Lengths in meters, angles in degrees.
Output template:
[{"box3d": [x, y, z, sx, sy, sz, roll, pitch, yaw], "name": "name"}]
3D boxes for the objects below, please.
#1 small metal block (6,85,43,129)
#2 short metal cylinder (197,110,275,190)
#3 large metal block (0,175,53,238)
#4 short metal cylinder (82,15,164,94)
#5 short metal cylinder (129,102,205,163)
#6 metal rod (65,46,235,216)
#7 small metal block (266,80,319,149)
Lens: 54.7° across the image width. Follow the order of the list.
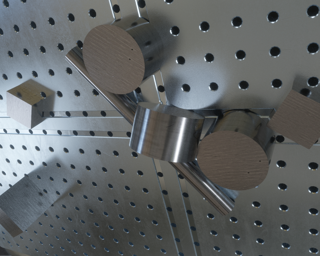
[{"box3d": [-0.222, -0.034, 0.508, 0.050, 0.025, 0.050, 28, 128, 10], "name": "small metal block"}, {"box3d": [0.089, 0.026, 0.364, 0.080, 0.050, 0.079, 13, 124, 21], "name": "short metal cylinder"}, {"box3d": [-0.281, 0.156, 0.620, 0.050, 0.080, 0.080, -33, 100, 38], "name": "large metal block"}, {"box3d": [-0.042, -0.086, 0.364, 0.080, 0.050, 0.079, 13, 124, 21], "name": "short metal cylinder"}, {"box3d": [0.008, 0.003, 0.365, 0.080, 0.080, 0.050, 16, 102, 19], "name": "short metal cylinder"}, {"box3d": [-0.011, 0.006, 0.420, 0.300, 0.025, 0.025, 45, 129, -4], "name": "metal rod"}, {"box3d": [0.148, -0.014, 0.324, 0.050, 0.025, 0.050, 29, 128, 9], "name": "small metal block"}]
